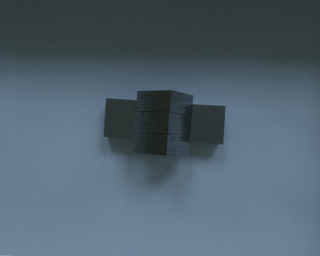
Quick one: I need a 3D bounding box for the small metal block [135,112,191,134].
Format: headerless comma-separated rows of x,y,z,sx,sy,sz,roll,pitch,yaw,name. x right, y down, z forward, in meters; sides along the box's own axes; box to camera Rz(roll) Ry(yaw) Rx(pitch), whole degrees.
0.004,-0.006,0.387,0.050,0.050,0.025,2,90,36,small metal block

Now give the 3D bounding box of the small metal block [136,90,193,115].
0.006,-0.031,0.387,0.050,0.050,0.025,3,90,36,small metal block

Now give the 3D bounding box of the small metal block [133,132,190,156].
0.003,0.019,0.387,0.050,0.050,0.025,2,90,36,small metal block

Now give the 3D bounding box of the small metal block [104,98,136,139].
-0.045,-0.012,0.409,0.050,0.025,0.050,4,90,-1,small metal block

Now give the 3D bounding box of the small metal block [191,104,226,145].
0.058,-0.005,0.411,0.050,0.025,0.050,3,90,-1,small metal block
